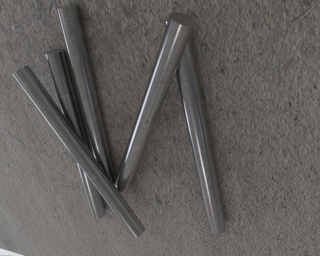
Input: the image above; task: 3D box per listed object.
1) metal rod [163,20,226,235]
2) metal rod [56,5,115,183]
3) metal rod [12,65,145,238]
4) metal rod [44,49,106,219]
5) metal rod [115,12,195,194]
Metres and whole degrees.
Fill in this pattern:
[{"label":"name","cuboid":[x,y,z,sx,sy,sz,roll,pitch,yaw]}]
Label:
[{"label":"metal rod","cuboid":[0.050,0.015,0.389,0.025,0.025,0.298,0,119,28]},{"label":"metal rod","cuboid":[-0.097,-0.017,0.447,0.025,0.025,0.298,7,122,24]},{"label":"metal rod","cuboid":[-0.113,0.043,0.459,0.025,0.025,0.299,-23,107,36]},{"label":"metal rod","cuboid":[-0.127,0.026,0.489,0.025,0.025,0.298,7,122,24]},{"label":"metal rod","cuboid":[-0.020,-0.004,0.395,0.025,0.025,0.298,31,134,8]}]
